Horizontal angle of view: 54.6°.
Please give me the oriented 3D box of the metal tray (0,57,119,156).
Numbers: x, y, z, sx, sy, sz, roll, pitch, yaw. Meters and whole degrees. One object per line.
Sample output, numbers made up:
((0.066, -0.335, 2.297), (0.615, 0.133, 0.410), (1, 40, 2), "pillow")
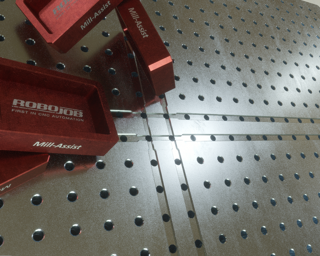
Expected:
((-0.114, -0.019, 0.325), (0.131, 0.030, 0.090), (9, 49, -43), "metal tray")

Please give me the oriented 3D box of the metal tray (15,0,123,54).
((-0.106, -0.169, 0.390), (0.130, 0.030, 0.090), (-42, 72, 3), "metal tray")

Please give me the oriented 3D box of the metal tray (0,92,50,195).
((-0.185, 0.028, 0.288), (0.131, 0.030, 0.090), (-29, 78, -37), "metal tray")

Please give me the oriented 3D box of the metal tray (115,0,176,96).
((-0.022, -0.118, 0.424), (0.030, 0.090, 0.130), (-26, 73, -2), "metal tray")
